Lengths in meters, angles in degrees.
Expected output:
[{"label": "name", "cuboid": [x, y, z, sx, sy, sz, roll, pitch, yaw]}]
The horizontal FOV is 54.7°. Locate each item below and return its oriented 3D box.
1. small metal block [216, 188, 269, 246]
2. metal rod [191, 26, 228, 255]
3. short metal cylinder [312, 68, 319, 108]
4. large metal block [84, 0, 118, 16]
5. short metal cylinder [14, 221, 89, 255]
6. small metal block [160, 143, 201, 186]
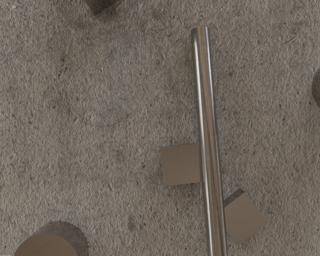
[{"label": "small metal block", "cuboid": [0.105, 0.117, 0.412, 0.050, 0.025, 0.050, -37, 91, 0]}, {"label": "metal rod", "cuboid": [0.063, 0.018, 0.395, 0.025, 0.025, 0.298, -4, 84, -1]}, {"label": "short metal cylinder", "cuboid": [0.249, -0.055, 0.401, 0.081, 0.050, 0.079, 0, 90, -1]}, {"label": "large metal block", "cuboid": [-0.090, -0.199, 0.381, 0.050, 0.080, 0.080, -34, 90, 0]}, {"label": "short metal cylinder", "cuboid": [-0.137, 0.166, 0.396, 0.081, 0.050, 0.079, 0, 90, -1]}, {"label": "small metal block", "cuboid": [0.027, 0.047, 0.410, 0.050, 0.025, 0.050, -6, 90, -1]}]
